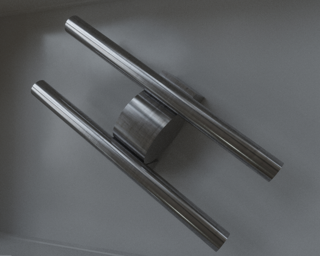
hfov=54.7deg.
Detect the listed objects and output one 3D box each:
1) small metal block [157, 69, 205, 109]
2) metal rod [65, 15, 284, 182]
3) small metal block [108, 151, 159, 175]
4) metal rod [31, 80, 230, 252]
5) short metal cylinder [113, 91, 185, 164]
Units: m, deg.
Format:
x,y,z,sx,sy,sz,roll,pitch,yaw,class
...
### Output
x,y,z,sx,sy,sz,roll,pitch,yaw,class
0.023,-0.045,0.386,0.050,0.050,0.025,38,102,15,small metal block
0.003,-0.043,0.354,0.300,0.025,0.025,38,102,15,metal rod
-0.036,0.040,0.407,0.050,0.050,0.025,38,102,15,small metal block
-0.047,0.035,0.373,0.300,0.025,0.025,38,102,16,metal rod
-0.012,-0.003,0.383,0.050,0.080,0.080,38,102,15,short metal cylinder
